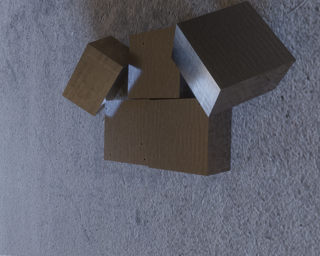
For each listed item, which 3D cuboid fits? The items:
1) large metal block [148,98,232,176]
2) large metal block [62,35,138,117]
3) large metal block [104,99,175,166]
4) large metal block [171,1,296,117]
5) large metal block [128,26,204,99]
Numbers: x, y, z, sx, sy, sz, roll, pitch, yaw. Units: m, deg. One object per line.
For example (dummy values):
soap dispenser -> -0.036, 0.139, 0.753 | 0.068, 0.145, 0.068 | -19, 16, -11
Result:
large metal block -> 0.034, 0.008, 0.358 | 0.080, 0.050, 0.079 | 2, 91, 39
large metal block -> -0.078, -0.073, 0.423 | 0.050, 0.080, 0.080 | 34, 116, -3
large metal block -> -0.028, 0.004, 0.410 | 0.080, 0.050, 0.079 | 2, 91, 39
large metal block -> 0.067, -0.069, 0.306 | 0.080, 0.081, 0.050 | 62, 164, 21
large metal block -> 0.008, -0.075, 0.382 | 0.080, 0.050, 0.079 | 4, 92, 39
